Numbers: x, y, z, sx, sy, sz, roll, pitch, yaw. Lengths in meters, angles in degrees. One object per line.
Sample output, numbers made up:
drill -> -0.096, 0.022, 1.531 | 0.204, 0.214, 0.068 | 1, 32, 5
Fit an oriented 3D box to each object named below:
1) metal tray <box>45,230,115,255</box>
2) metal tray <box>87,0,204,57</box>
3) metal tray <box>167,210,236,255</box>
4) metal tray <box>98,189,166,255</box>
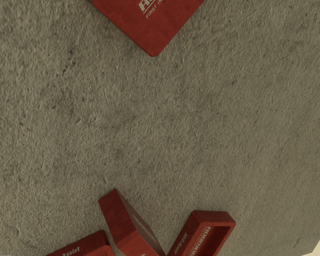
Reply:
metal tray -> -0.131, 0.218, 0.466 | 0.131, 0.030, 0.089 | -22, 127, -16
metal tray -> 0.002, -0.150, 0.312 | 0.130, 0.030, 0.090 | -49, 129, 6
metal tray -> 0.074, 0.214, 0.576 | 0.091, 0.030, 0.129 | 13, 112, -34
metal tray -> -0.033, 0.156, 0.442 | 0.030, 0.090, 0.130 | -34, 129, -6
